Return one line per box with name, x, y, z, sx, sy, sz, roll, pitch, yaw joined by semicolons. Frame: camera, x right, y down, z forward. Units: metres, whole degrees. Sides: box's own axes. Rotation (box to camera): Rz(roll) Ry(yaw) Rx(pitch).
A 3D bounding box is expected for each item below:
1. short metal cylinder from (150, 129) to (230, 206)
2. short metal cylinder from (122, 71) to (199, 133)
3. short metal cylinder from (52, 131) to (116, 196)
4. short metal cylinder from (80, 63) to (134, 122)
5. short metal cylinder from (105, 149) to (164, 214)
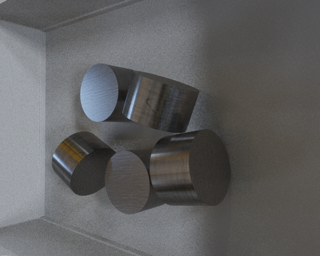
short metal cylinder;0.034;0.044;0.339;0.050;0.081;0.080;-12;83;39
short metal cylinder;0.001;-0.032;0.368;0.080;0.081;0.050;27;107;36
short metal cylinder;-0.109;0.052;0.455;0.050;0.081;0.079;34;111;34
short metal cylinder;-0.068;-0.048;0.442;0.080;0.050;0.079;0;90;39
short metal cylinder;-0.027;0.068;0.408;0.080;0.050;0.079;0;90;39
